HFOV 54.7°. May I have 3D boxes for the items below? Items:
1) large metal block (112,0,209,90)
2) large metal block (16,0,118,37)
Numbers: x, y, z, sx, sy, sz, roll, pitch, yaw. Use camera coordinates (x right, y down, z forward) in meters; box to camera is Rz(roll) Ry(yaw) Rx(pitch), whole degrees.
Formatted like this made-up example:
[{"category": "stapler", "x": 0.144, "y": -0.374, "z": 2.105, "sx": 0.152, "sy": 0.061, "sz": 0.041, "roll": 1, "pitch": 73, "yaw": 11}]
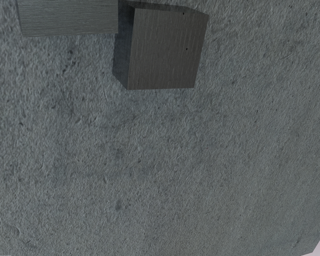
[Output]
[{"category": "large metal block", "x": -0.002, "y": -0.089, "z": 0.334, "sx": 0.081, "sy": 0.050, "sz": 0.079, "roll": -5, "pitch": 121, "yaw": -26}, {"category": "large metal block", "x": -0.083, "y": -0.126, "z": 0.267, "sx": 0.081, "sy": 0.050, "sz": 0.079, "roll": -10, "pitch": 123, "yaw": -23}]
